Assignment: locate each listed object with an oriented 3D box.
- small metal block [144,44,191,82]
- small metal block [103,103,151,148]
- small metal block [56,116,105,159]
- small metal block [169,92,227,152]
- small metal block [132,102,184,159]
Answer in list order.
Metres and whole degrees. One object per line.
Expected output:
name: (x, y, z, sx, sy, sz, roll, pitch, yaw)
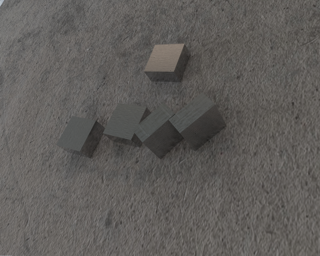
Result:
small metal block: (0.011, -0.096, 0.457, 0.050, 0.025, 0.050, 7, 65, 31)
small metal block: (-0.043, -0.004, 0.429, 0.050, 0.025, 0.050, 11, 67, 32)
small metal block: (-0.116, 0.013, 0.457, 0.050, 0.025, 0.050, 11, 67, 32)
small metal block: (0.046, -0.006, 0.367, 0.050, 0.050, 0.025, -39, 51, 1)
small metal block: (0.002, 0.005, 0.384, 0.050, 0.050, 0.025, -42, 51, 0)
